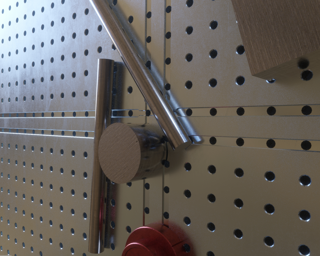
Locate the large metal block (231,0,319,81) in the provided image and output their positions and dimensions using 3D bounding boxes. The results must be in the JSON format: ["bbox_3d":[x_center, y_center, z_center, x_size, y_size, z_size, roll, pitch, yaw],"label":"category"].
[{"bbox_3d":[0.123,-0.098,0.291,0.080,0.050,0.080,-19,78,38],"label":"large metal block"}]

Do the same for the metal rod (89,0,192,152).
[{"bbox_3d":[-0.040,-0.098,0.439,0.025,0.025,0.299,-43,64,31],"label":"metal rod"}]

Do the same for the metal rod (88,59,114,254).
[{"bbox_3d":[-0.092,0.044,0.482,0.025,0.025,0.298,6,94,39],"label":"metal rod"}]

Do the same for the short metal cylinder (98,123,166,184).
[{"bbox_3d":[-0.038,0.033,0.423,0.080,0.050,0.079,0,90,39],"label":"short metal cylinder"}]

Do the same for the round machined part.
[{"bbox_3d":[-0.013,0.180,0.407,0.098,0.042,0.097,0,90,39],"label":"round machined part"}]
